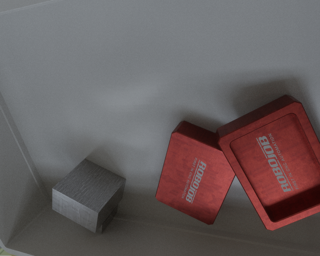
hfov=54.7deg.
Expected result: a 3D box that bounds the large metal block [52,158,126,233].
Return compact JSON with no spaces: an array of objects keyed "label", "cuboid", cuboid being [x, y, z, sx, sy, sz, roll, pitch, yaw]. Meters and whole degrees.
[{"label":"large metal block","cuboid":[-0.112,0.106,0.495,0.080,0.080,0.050,24,127,13]}]

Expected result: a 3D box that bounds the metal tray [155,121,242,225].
[{"label":"metal tray","cuboid":[0.050,0.063,0.417,0.090,0.030,0.129,23,127,14]}]

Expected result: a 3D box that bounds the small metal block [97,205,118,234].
[{"label":"small metal block","cuboid":[-0.108,0.147,0.538,0.050,0.050,0.025,23,127,14]}]

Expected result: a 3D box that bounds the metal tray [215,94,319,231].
[{"label":"metal tray","cuboid":[0.130,0.041,0.339,0.090,0.030,0.130,-28,105,13]}]
